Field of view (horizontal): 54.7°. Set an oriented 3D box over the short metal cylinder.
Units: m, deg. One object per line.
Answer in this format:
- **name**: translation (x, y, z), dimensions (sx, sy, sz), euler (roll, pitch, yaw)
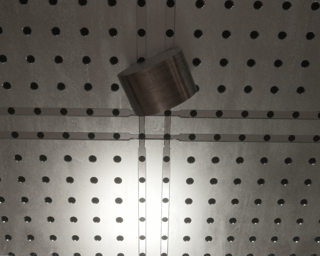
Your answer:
- **short metal cylinder**: translation (-0.003, -0.054, 0.364), dimensions (0.080, 0.080, 0.050), euler (-21, 109, 7)
